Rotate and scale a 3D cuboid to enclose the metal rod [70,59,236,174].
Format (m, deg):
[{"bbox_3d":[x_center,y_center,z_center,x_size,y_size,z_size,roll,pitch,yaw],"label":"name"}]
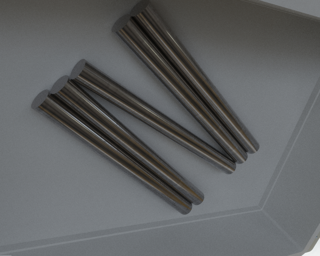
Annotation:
[{"bbox_3d":[0.014,0.002,0.416,0.301,0.025,0.025,32,100,-38],"label":"metal rod"}]

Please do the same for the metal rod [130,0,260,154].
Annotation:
[{"bbox_3d":[0.065,-0.046,0.414,0.025,0.025,0.300,-45,129,3],"label":"metal rod"}]

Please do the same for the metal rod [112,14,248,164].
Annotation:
[{"bbox_3d":[0.046,-0.030,0.413,0.025,0.025,0.300,-45,129,3],"label":"metal rod"}]

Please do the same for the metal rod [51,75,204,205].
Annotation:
[{"bbox_3d":[-0.021,0.035,0.417,0.025,0.025,0.300,-44,129,2],"label":"metal rod"}]

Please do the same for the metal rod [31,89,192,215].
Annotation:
[{"bbox_3d":[-0.041,0.051,0.416,0.025,0.025,0.300,-44,129,2],"label":"metal rod"}]
